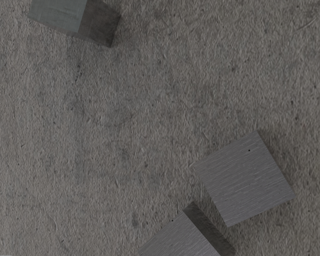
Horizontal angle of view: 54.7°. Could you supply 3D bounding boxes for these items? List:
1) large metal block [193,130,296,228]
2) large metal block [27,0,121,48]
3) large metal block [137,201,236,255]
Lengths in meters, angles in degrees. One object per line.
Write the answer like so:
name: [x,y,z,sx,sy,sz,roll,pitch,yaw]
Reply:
large metal block: [0.098,0.056,0.361,0.080,0.050,0.080,-31,80,17]
large metal block: [-0.113,-0.152,0.420,0.080,0.080,0.050,21,97,19]
large metal block: [0.033,0.152,0.384,0.080,0.050,0.080,-45,76,14]
